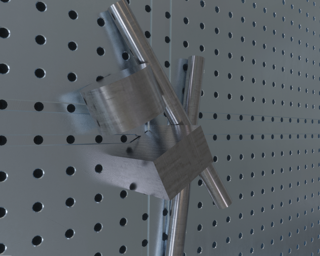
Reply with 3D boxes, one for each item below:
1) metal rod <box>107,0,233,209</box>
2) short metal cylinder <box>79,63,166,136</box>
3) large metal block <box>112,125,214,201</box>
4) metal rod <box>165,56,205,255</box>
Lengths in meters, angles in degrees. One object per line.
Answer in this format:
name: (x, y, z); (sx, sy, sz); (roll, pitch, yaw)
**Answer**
metal rod: (0.020, -0.020, 0.402); (0.025, 0.025, 0.299); (-39, 107, -33)
short metal cylinder: (-0.040, -0.033, 0.340); (0.081, 0.080, 0.050); (-35, 112, -35)
large metal block: (0.003, 0.037, 0.377); (0.081, 0.080, 0.050); (-35, 112, -35)
metal rod: (0.036, 0.045, 0.439); (0.025, 0.025, 0.298); (12, 83, -40)
